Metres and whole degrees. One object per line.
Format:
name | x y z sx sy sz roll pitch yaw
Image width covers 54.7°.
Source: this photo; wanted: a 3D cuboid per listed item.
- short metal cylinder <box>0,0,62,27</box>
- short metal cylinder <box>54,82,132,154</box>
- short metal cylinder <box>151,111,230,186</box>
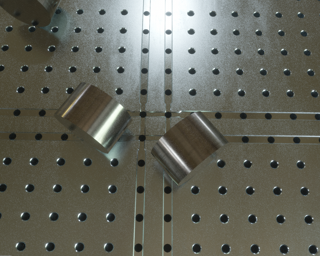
short metal cylinder | -0.189 -0.194 0.451 0.080 0.080 0.050 15 71 5
short metal cylinder | -0.082 -0.012 0.386 0.080 0.080 0.050 31 73 10
short metal cylinder | 0.036 0.025 0.374 0.080 0.080 0.050 -37 75 -12
